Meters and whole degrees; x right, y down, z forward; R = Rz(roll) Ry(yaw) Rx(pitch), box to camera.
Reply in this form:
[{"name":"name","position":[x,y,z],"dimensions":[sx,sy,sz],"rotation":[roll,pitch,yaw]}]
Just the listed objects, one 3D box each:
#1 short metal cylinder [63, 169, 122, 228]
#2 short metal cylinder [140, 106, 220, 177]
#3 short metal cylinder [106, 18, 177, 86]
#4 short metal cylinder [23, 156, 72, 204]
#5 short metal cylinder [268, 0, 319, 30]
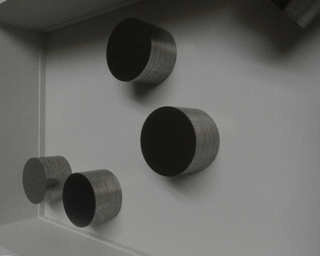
[{"name":"short metal cylinder","position":[-0.104,0.106,0.474],"dimensions":[0.080,0.050,0.079],"rotation":[0,90,39]},{"name":"short metal cylinder","position":[0.023,0.015,0.370],"dimensions":[0.080,0.050,0.079],"rotation":[0,90,39]},{"name":"short metal cylinder","position":[-0.025,-0.099,0.409],"dimensions":[0.080,0.050,0.079],"rotation":[0,90,39]},{"name":"short metal cylinder","position":[-0.201,0.091,0.553],"dimensions":[0.080,0.050,0.079],"rotation":[0,90,39]},{"name":"short metal cylinder","position":[0.116,-0.133,0.274],"dimensions":[0.050,0.081,0.080],"rotation":[-51,61,28]}]
